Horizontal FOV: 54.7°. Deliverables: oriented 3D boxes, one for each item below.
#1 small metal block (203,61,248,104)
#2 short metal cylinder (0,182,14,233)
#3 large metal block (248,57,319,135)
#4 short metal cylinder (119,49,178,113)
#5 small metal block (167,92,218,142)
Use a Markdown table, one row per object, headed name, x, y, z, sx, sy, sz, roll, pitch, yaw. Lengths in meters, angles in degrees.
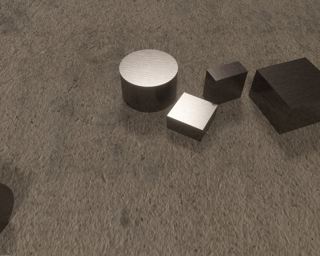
| name | x | y | z | sx | sy | sz | roll | pitch | yaw |
| --- | --- | --- | --- | --- | --- | --- | --- | --- | --- |
| small metal block | 0.092 | -0.062 | 0.441 | 0.050 | 0.050 | 0.025 | -18 | 53 | -15 |
| short metal cylinder | -0.192 | 0.080 | 0.298 | 0.050 | 0.080 | 0.080 | 22 | 53 | 17 |
| large metal block | 0.184 | -0.046 | 0.428 | 0.081 | 0.050 | 0.080 | -15 | 52 | -13 |
| short metal cylinder | -0.016 | -0.068 | 0.444 | 0.081 | 0.050 | 0.080 | 0 | 50 | 0 |
| small metal block | 0.043 | -0.015 | 0.417 | 0.050 | 0.025 | 0.050 | 23 | 54 | 18 |
